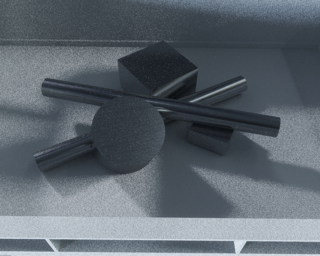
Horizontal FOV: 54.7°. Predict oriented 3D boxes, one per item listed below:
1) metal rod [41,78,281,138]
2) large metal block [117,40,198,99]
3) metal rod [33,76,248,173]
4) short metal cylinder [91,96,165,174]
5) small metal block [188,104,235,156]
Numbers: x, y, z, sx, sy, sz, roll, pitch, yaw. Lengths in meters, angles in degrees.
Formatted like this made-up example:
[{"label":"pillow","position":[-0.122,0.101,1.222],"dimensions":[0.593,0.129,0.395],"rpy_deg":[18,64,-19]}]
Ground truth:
[{"label":"metal rod","position":[-0.005,-0.028,0.394],"dimensions":[0.301,0.025,0.025],"rpy_deg":[10,51,8]},{"label":"large metal block","position":[-0.004,-0.073,0.448],"dimensions":[0.081,0.050,0.080],"rpy_deg":[-29,56,-23]},{"label":"metal rod","position":[-0.012,-0.012,0.413],"dimensions":[0.302,0.025,0.025],"rpy_deg":[-22,54,-18]},{"label":"short metal cylinder","position":[-0.039,0.009,0.360],"dimensions":[0.081,0.050,0.080],"rpy_deg":[4,71,-11]},{"label":"small metal block","position":[0.070,0.001,0.401],"dimensions":[0.050,0.025,0.050],"rpy_deg":[21,53,16]}]
